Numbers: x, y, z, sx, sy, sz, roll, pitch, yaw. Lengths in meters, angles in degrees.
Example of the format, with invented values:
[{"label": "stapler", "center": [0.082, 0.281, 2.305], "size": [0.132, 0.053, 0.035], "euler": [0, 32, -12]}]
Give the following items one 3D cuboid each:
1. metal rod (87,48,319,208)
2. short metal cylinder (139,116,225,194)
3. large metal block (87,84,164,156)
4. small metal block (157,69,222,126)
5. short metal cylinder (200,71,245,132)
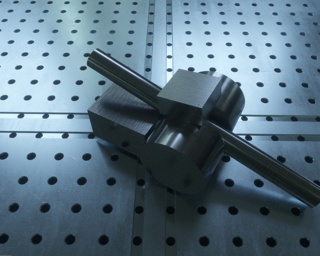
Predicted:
[{"label": "metal rod", "center": [0.046, -0.004, 0.355], "size": [0.301, 0.025, 0.025], "euler": [33, 56, 6]}, {"label": "short metal cylinder", "center": [0.024, 0.028, 0.344], "size": [0.080, 0.080, 0.050], "euler": [24, 54, 18]}, {"label": "large metal block", "center": [-0.032, -0.018, 0.398], "size": [0.080, 0.050, 0.080], "euler": [23, 54, 18]}, {"label": "small metal block", "center": [0.032, -0.034, 0.329], "size": [0.050, 0.025, 0.050], "euler": [18, 52, 25]}, {"label": "short metal cylinder", "center": [0.059, -0.024, 0.389], "size": [0.080, 0.080, 0.050], "euler": [22, 54, 17]}]
